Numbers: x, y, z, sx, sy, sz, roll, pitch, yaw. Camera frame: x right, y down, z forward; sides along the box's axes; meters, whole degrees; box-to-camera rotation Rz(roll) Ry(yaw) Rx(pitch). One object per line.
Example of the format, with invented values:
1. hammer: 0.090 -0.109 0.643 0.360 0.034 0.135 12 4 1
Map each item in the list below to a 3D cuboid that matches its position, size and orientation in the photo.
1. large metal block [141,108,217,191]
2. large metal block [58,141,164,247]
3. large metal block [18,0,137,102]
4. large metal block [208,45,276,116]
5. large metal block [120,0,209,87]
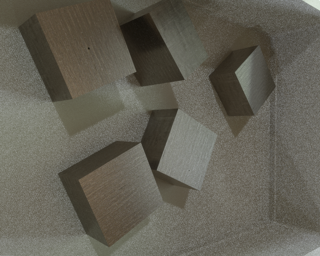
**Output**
1. large metal block: 0.021 0.029 0.408 0.080 0.050 0.080 31 71 -36
2. large metal block: -0.052 0.069 0.346 0.081 0.050 0.080 -31 109 -36
3. large metal block: -0.083 -0.080 0.321 0.081 0.050 0.080 -32 110 -35
4. large metal block: 0.136 -0.075 0.504 0.080 0.050 0.080 -47 118 -30
5. large metal block: -0.002 -0.100 0.368 0.050 0.080 0.080 -46 118 -30
